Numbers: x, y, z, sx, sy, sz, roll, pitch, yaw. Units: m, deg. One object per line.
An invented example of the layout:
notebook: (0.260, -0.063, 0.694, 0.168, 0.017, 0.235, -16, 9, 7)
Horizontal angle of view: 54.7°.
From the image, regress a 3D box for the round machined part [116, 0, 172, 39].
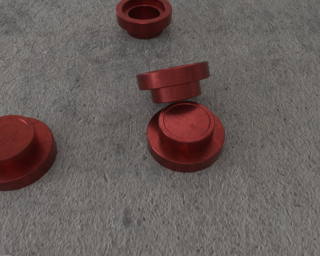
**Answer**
round machined part: (-0.028, -0.196, 0.557, 0.099, 0.042, 0.098, 0, 50, 0)

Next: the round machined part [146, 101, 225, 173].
round machined part: (0.032, 0.004, 0.389, 0.099, 0.042, 0.098, 0, 50, 0)

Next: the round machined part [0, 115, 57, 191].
round machined part: (-0.179, 0.022, 0.372, 0.099, 0.042, 0.098, 0, 50, 0)

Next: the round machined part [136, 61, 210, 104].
round machined part: (0.020, -0.061, 0.422, 0.099, 0.042, 0.098, -11, 11, 2)
